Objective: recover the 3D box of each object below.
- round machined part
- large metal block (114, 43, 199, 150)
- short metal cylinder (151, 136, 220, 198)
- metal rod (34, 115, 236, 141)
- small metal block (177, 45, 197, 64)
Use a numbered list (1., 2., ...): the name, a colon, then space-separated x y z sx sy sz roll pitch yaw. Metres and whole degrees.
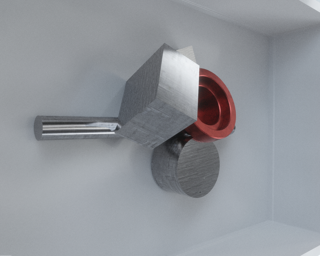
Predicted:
1. round machined part: 0.054 -0.027 0.416 0.099 0.042 0.098 16 63 -34
2. large metal block: -0.002 -0.033 0.350 0.050 0.080 0.080 27 50 -26
3. short metal cylinder: 0.035 0.050 0.419 0.081 0.050 0.079 0 90 -40
4. metal rod: -0.004 -0.001 0.401 0.302 0.025 0.025 0 90 -40
5. small metal block: 0.025 -0.082 0.428 0.050 0.025 0.050 -27 107 -37
